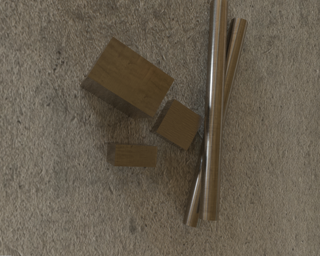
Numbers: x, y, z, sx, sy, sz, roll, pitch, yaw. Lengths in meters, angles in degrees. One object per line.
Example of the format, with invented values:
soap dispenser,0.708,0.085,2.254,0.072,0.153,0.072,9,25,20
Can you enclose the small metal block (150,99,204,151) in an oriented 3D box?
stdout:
small metal block,0.023,-0.004,0.419,0.050,0.025,0.050,32,79,-18

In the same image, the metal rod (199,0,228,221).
metal rod,0.073,-0.031,0.417,0.025,0.025,0.298,8,80,-20

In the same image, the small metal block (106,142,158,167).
small metal block,-0.036,0.032,0.383,0.050,0.050,0.025,4,89,-20

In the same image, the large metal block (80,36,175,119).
large metal block,-0.042,-0.053,0.365,0.080,0.080,0.050,32,80,-18

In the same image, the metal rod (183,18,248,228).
metal rod,0.080,-0.011,0.439,0.025,0.025,0.299,16,85,-20
